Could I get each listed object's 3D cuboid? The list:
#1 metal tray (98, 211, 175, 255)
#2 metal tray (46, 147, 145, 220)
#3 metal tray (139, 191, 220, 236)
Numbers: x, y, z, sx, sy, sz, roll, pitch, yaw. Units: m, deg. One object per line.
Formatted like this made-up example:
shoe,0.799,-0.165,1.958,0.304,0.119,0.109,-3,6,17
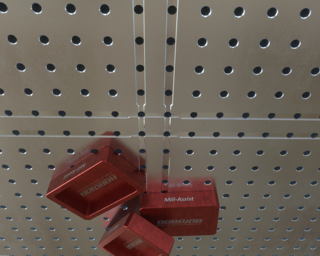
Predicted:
metal tray,-0.045,0.203,0.547,0.090,0.030,0.129,36,135,-7
metal tray,-0.099,0.091,0.484,0.130,0.030,0.090,-31,124,23
metal tray,0.033,0.151,0.538,0.131,0.030,0.089,-2,130,1
